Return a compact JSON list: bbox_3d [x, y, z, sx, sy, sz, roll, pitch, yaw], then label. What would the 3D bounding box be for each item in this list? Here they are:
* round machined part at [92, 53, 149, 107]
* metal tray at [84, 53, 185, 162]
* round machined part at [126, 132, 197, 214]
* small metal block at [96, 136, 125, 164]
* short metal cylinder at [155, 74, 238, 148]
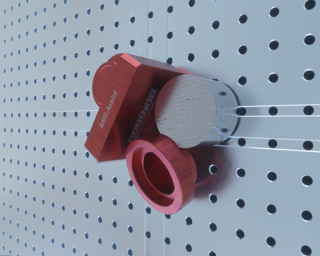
[{"bbox_3d":[-0.059,-0.058,0.441,0.098,0.042,0.097,0,90,40],"label":"round machined part"},{"bbox_3d":[-0.030,-0.021,0.386,0.030,0.091,0.129,40,114,33],"label":"metal tray"},{"bbox_3d":[0.006,0.050,0.373,0.098,0.042,0.097,29,131,38],"label":"round machined part"},{"bbox_3d":[-0.067,0.022,0.442,0.025,0.050,0.050,-19,78,38],"label":"small metal block"},{"bbox_3d":[0.041,-0.018,0.354,0.080,0.050,0.079,0,90,40],"label":"short metal cylinder"}]
